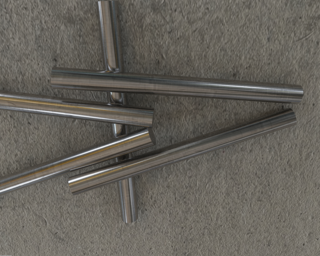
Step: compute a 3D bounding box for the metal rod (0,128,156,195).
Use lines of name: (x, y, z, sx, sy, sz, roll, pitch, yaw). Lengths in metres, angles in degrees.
metal rod: (-0.149, 0.057, 0.415, 0.301, 0.025, 0.025, -19, 109, 12)

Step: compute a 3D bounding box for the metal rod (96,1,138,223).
metal rod: (-0.053, -0.006, 0.408, 0.025, 0.025, 0.298, -3, 110, 1)

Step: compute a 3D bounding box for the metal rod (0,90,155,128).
metal rod: (-0.158, -0.030, 0.383, 0.302, 0.025, 0.025, 7, 110, 3)

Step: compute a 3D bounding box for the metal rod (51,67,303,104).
metal rod: (0.027, -0.050, 0.375, 0.302, 0.025, 0.025, 3, 110, -8)

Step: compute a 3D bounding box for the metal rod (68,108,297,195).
metal rod: (0.030, 0.030, 0.406, 0.302, 0.025, 0.025, -18, 110, -1)
